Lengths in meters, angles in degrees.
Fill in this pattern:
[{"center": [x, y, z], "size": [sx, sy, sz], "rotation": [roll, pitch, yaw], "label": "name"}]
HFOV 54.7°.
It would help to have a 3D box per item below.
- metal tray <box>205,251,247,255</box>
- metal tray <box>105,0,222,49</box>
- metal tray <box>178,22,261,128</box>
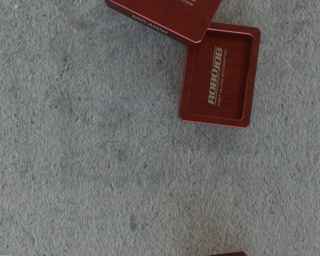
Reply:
[{"center": [0.081, 0.237, 0.408], "size": [0.091, 0.030, 0.129], "rotation": [-7, 90, 0], "label": "metal tray"}, {"center": [0.008, -0.166, 0.377], "size": [0.130, 0.030, 0.090], "rotation": [26, 90, 0], "label": "metal tray"}, {"center": [0.076, -0.068, 0.407], "size": [0.091, 0.030, 0.129], "rotation": [7, 90, 0], "label": "metal tray"}]
